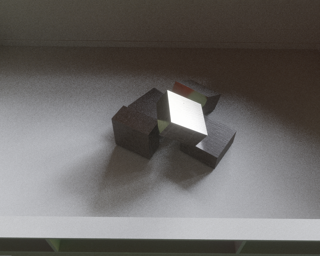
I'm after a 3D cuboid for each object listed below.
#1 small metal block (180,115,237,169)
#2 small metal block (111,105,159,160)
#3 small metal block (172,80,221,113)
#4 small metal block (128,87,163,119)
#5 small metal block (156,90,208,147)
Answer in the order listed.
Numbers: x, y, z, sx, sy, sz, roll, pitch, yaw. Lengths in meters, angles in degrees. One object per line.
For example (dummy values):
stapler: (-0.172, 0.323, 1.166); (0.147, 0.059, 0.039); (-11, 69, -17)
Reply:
small metal block: (0.060, 0.016, 0.390); (0.050, 0.025, 0.050); (28, 55, 21)
small metal block: (-0.029, 0.006, 0.380); (0.050, 0.050, 0.025); (23, 54, 18)
small metal block: (0.049, -0.044, 0.426); (0.050, 0.025, 0.050); (30, 23, 22)
small metal block: (-0.007, -0.022, 0.420); (0.050, 0.025, 0.050); (36, 58, 26)
small metal block: (0.025, -0.011, 0.365); (0.050, 0.025, 0.050); (20, 44, -27)
